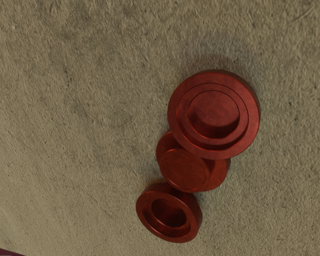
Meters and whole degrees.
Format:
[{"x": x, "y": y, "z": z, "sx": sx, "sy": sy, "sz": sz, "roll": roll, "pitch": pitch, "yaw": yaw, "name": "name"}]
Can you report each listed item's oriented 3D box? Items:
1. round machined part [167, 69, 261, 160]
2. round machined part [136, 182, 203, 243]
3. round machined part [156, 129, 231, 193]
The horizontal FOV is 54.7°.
[{"x": 0.061, "y": -0.017, "z": 0.345, "sx": 0.098, "sy": 0.042, "sz": 0.097, "roll": 7, "pitch": 112, "yaw": 19, "name": "round machined part"}, {"x": 0.017, "y": 0.120, "z": 0.461, "sx": 0.098, "sy": 0.042, "sz": 0.097, "roll": 13, "pitch": 124, "yaw": 21, "name": "round machined part"}, {"x": 0.039, "y": 0.045, "z": 0.403, "sx": 0.098, "sy": 0.042, "sz": 0.097, "roll": 13, "pitch": 124, "yaw": 21, "name": "round machined part"}]
